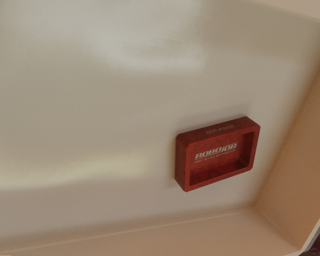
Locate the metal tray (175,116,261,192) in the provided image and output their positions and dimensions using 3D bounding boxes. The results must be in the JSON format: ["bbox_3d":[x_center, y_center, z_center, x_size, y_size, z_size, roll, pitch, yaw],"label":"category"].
[{"bbox_3d":[0.089,0.040,0.480,0.131,0.030,0.089,-14,125,-21],"label":"metal tray"}]
